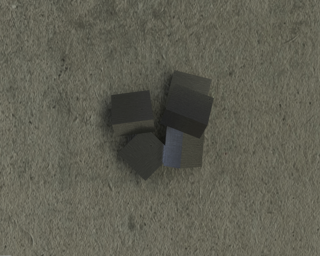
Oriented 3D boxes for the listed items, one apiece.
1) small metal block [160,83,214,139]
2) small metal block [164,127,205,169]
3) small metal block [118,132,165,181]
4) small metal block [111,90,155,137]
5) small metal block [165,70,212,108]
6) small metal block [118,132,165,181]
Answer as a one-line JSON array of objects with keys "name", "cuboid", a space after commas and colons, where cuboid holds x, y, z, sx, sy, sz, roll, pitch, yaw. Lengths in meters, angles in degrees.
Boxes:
[{"name": "small metal block", "cuboid": [0.033, -0.021, 0.373, 0.050, 0.025, 0.050, 21, 47, -1]}, {"name": "small metal block", "cuboid": [0.032, 0.024, 0.397, 0.025, 0.050, 0.050, 4, 90, 38]}, {"name": "small metal block", "cuboid": [-0.019, 0.033, 0.411, 0.050, 0.025, 0.050, -45, 90, 0]}, {"name": "small metal block", "cuboid": [-0.035, -0.019, 0.398, 0.050, 0.025, 0.050, -8, 52, -1]}, {"name": "small metal block", "cuboid": [0.037, -0.045, 0.412, 0.050, 0.025, 0.050, 14, 90, -1]}, {"name": "small metal block", "cuboid": [-0.019, 0.033, 0.411, 0.050, 0.025, 0.050, -45, 91, 0]}]
